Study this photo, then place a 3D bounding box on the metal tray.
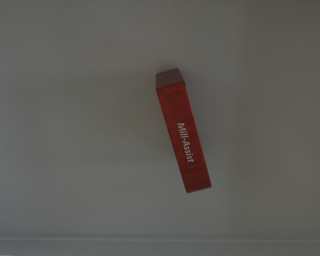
[{"bbox_3d":[0.027,0.000,0.374,0.030,0.090,0.129,-15,110,5],"label":"metal tray"}]
